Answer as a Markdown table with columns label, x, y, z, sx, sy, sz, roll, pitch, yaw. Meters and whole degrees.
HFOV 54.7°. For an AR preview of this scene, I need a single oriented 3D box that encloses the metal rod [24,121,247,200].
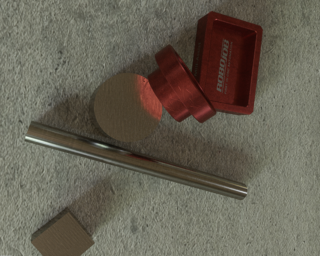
| label | x | y | z | sx | sy | sz | roll | pitch | yaw |
| --- | --- | --- | --- | --- | --- | --- | --- | --- | --- |
| metal rod | -0.015 | 0.048 | 0.403 | 0.302 | 0.025 | 0.025 | 18 | 84 | -19 |

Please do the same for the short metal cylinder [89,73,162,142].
| label | x | y | z | sx | sy | sz | roll | pitch | yaw |
| --- | --- | --- | --- | --- | --- | --- | --- | --- | --- |
| short metal cylinder | -0.044 | -0.024 | 0.380 | 0.081 | 0.050 | 0.080 | 0 | 90 | -20 |

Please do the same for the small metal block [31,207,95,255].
| label | x | y | z | sx | sy | sz | roll | pitch | yaw |
| --- | --- | --- | --- | --- | --- | --- | --- | --- | --- |
| small metal block | -0.115 | 0.132 | 0.367 | 0.050 | 0.025 | 0.050 | -38 | 103 | -16 |

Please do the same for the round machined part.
| label | x | y | z | sx | sy | sz | roll | pitch | yaw |
| --- | --- | --- | --- | --- | --- | --- | --- | --- | --- |
| round machined part | 0.022 | -0.046 | 0.366 | 0.042 | 0.098 | 0.098 | -34 | 103 | 13 |

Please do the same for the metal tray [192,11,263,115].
| label | x | y | z | sx | sy | sz | roll | pitch | yaw |
| --- | --- | --- | --- | --- | --- | --- | --- | --- | --- |
| metal tray | 0.094 | -0.088 | 0.440 | 0.091 | 0.030 | 0.129 | 8 | 87 | -20 |
